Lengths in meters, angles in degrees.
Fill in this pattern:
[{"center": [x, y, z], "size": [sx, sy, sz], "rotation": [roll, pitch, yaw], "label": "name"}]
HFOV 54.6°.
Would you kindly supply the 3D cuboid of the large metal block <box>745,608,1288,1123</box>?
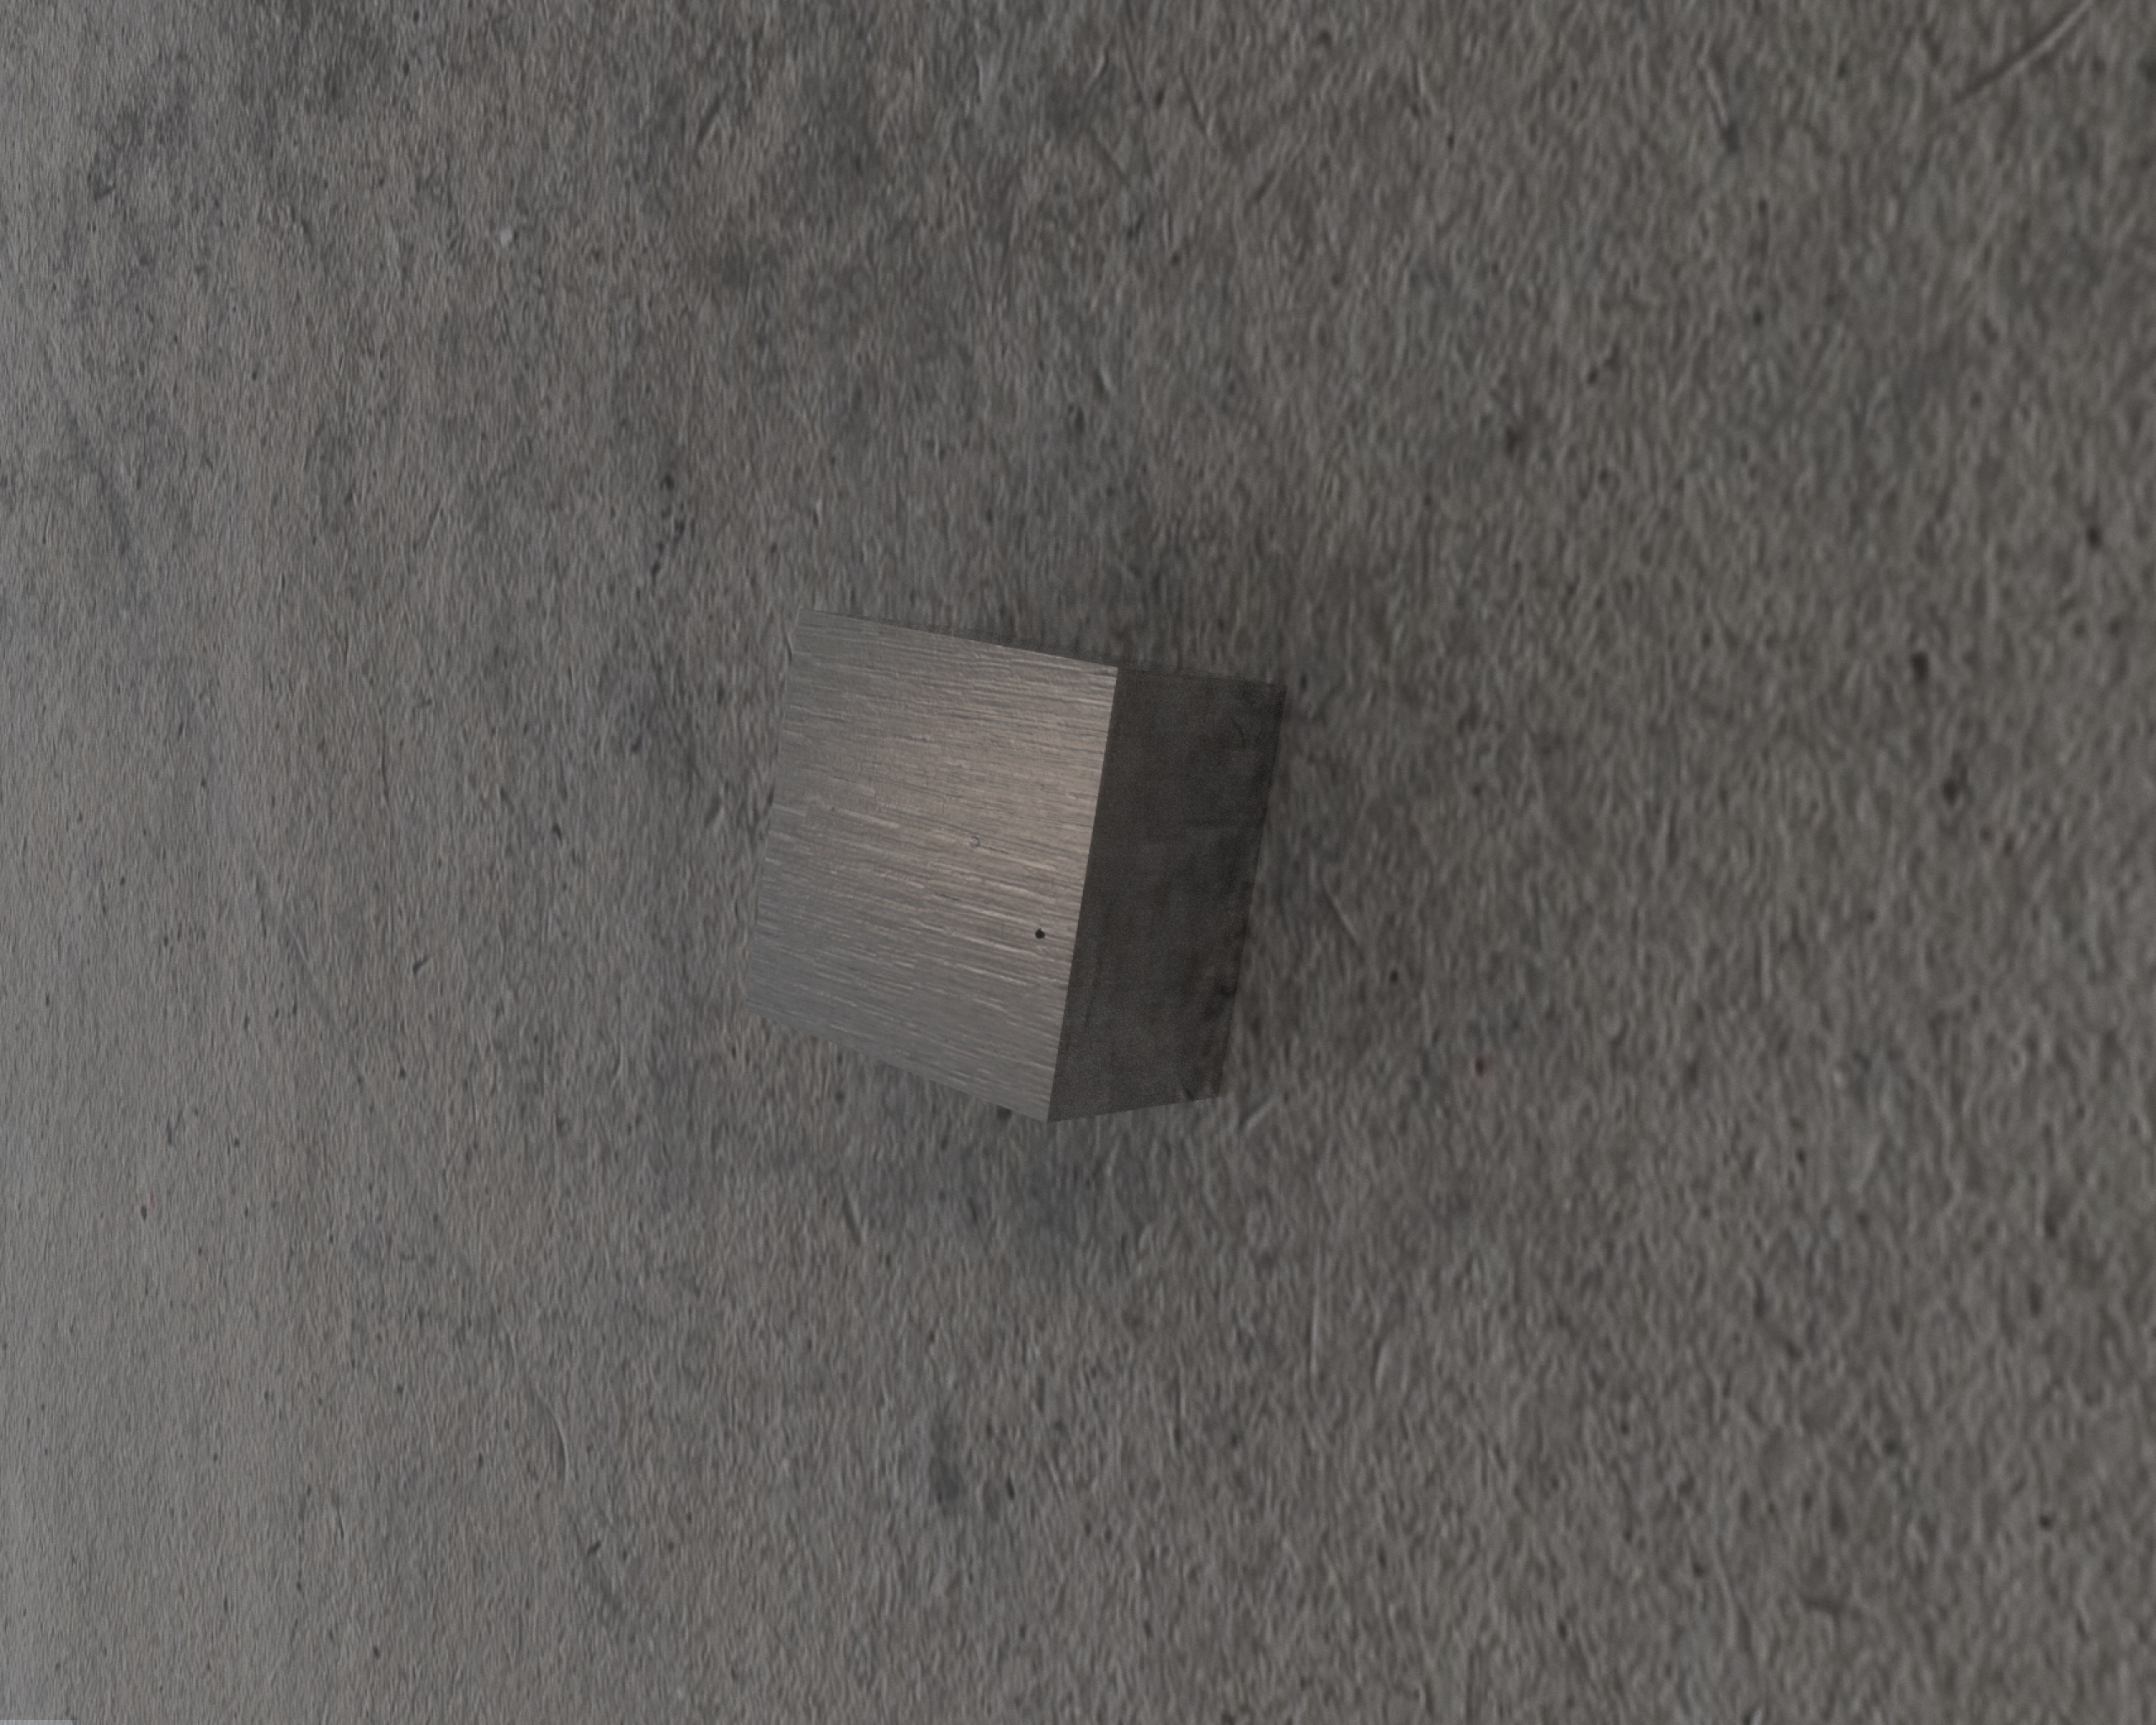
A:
[{"center": [-0.013, -0.002, 0.401], "size": [0.080, 0.050, 0.080], "rotation": [15, 100, 39], "label": "large metal block"}]
